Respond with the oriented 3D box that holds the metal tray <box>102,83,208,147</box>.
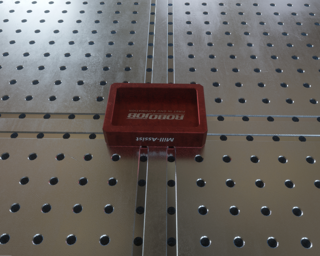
[{"bbox_3d":[-0.005,-0.020,0.421,0.131,0.030,0.090,1,50,1],"label":"metal tray"}]
